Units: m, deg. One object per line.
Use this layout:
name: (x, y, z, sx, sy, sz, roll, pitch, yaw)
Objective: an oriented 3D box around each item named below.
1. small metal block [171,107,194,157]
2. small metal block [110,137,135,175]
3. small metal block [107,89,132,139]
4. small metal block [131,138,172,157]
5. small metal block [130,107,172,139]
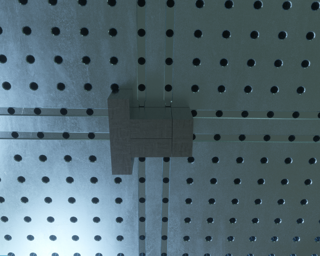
small metal block: (0.028, 0.004, 0.401, 0.025, 0.050, 0.050, 0, 110, 0)
small metal block: (-0.049, 0.028, 0.409, 0.025, 0.050, 0.050, 0, 110, 0)
small metal block: (-0.049, -0.019, 0.392, 0.025, 0.050, 0.050, 0, 110, 0)
small metal block: (-0.011, 0.016, 0.405, 0.050, 0.050, 0.025, 0, 110, -1)
small metal block: (-0.011, -0.007, 0.396, 0.050, 0.050, 0.025, 0, 110, -1)
